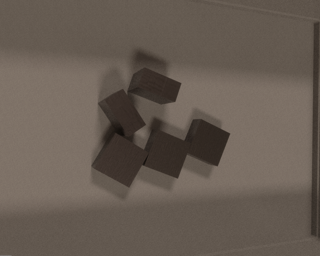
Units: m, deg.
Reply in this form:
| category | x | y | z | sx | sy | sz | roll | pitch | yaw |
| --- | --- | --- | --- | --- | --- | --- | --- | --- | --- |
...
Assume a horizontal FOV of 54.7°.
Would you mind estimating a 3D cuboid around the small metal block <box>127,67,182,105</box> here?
| category | x | y | z | sx | sy | sz | roll | pitch | yaw |
| --- | --- | --- | --- | --- | --- | --- | --- | --- | --- |
| small metal block | -0.008 | -0.052 | 0.395 | 0.050 | 0.050 | 0.025 | 20 | 83 | -19 |

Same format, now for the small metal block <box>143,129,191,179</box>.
| category | x | y | z | sx | sy | sz | roll | pitch | yaw |
| --- | --- | --- | --- | --- | --- | --- | --- | --- | --- |
| small metal block | 0.006 | 0.034 | 0.414 | 0.050 | 0.025 | 0.050 | 24 | 82 | -19 |

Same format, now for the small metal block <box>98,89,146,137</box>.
| category | x | y | z | sx | sy | sz | roll | pitch | yaw |
| --- | --- | --- | --- | --- | --- | --- | --- | --- | --- |
| small metal block | -0.048 | -0.018 | 0.380 | 0.025 | 0.050 | 0.050 | -36 | 102 | -17 |

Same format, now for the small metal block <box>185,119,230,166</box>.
| category | x | y | z | sx | sy | sz | roll | pitch | yaw |
| --- | --- | --- | --- | --- | --- | --- | --- | --- | --- |
| small metal block | 0.064 | 0.020 | 0.435 | 0.050 | 0.025 | 0.050 | 25 | 82 | -19 |

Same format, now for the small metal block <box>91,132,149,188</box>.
| category | x | y | z | sx | sy | sz | roll | pitch | yaw |
| --- | --- | --- | --- | --- | --- | --- | --- | --- | --- |
| small metal block | -0.051 | 0.040 | 0.393 | 0.050 | 0.025 | 0.050 | 33 | 79 | -18 |
